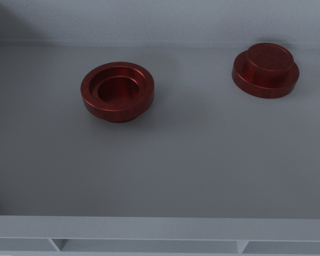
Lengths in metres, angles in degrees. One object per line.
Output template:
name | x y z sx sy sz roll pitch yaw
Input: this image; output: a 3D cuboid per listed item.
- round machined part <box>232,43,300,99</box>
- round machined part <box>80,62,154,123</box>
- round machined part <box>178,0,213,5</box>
round machined part | 0.163 -0.093 0.473 0.099 0.042 0.098 0 50 0
round machined part | -0.057 -0.045 0.432 0.099 0.042 0.098 0 50 0
round machined part | 0.075 -0.304 0.653 0.099 0.042 0.098 0 50 0
